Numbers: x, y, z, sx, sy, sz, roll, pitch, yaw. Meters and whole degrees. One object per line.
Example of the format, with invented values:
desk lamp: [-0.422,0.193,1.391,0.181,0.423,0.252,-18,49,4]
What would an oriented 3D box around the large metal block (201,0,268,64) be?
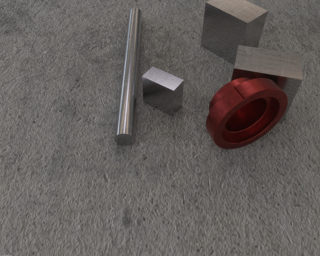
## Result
large metal block: [0.117,-0.160,0.503,0.050,0.080,0.080,-35,59,-26]

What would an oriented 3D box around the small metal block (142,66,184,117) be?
small metal block: [0.004,-0.050,0.429,0.050,0.050,0.025,27,55,21]

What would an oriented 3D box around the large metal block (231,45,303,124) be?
large metal block: [0.136,-0.058,0.417,0.080,0.080,0.050,12,51,9]

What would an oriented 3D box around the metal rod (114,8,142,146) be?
metal rod: [-0.046,-0.100,0.486,0.025,0.025,0.300,0,50,0]

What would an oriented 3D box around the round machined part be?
round machined part: [0.099,-0.022,0.375,0.099,0.097,0.042,-17,52,-14]
